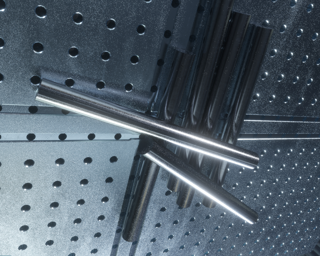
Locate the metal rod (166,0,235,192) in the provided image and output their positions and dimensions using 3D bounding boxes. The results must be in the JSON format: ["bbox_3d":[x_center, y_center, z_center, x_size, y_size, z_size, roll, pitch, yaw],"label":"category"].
[{"bbox_3d":[0.050,-0.040,0.412,0.025,0.025,0.298,-2,120,-27],"label":"metal rod"}]

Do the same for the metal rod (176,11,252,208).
[{"bbox_3d":[0.069,-0.009,0.442,0.025,0.025,0.298,-1,119,-28],"label":"metal rod"}]

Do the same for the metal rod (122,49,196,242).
[{"bbox_3d":[-0.008,0.040,0.430,0.025,0.025,0.298,2,117,-30],"label":"metal rod"}]

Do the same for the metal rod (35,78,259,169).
[{"bbox_3d":[0.004,0.003,0.383,0.302,0.025,0.025,19,109,-25],"label":"metal rod"}]

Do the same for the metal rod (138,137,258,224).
[{"bbox_3d":[0.076,0.092,0.474,0.025,0.025,0.301,-48,129,6],"label":"metal rod"}]

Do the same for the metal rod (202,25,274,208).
[{"bbox_3d":[0.110,-0.001,0.469,0.025,0.025,0.298,-4,120,-27],"label":"metal rod"}]
